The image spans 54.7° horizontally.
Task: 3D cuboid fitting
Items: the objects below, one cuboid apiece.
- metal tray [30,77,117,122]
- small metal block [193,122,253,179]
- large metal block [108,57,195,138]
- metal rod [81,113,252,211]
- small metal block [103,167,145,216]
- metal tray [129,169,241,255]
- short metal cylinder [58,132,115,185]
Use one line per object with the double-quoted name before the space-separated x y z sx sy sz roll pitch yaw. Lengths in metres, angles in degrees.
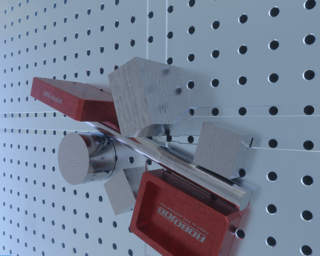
"metal tray" -0.120 -0.043 0.465 0.130 0.091 0.030 24 105 37
"small metal block" 0.070 0.024 0.351 0.050 0.025 0.050 22 104 38
"large metal block" -0.010 -0.034 0.383 0.050 0.081 0.080 -23 75 38
"metal rod" -0.017 0.027 0.423 0.300 0.025 0.025 25 106 37
"small metal block" -0.050 0.092 0.452 0.050 0.025 0.050 -39 66 33
"metal tray" 0.025 0.117 0.385 0.130 0.030 0.089 23 105 37
"short metal cylinder" -0.116 0.046 0.488 0.080 0.050 0.080 0 90 40
